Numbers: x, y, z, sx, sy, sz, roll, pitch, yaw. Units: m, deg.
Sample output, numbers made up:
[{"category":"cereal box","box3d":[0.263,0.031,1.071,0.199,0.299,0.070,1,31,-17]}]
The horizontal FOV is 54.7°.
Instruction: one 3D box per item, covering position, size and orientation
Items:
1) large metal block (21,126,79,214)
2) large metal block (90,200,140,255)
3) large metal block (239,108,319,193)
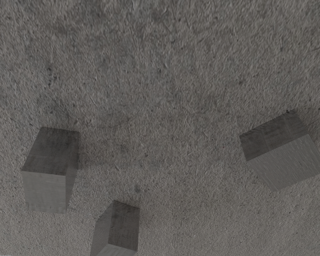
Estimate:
[{"category":"large metal block","box3d":[-0.144,0.057,0.418,0.050,0.080,0.079,8,130,-7]},{"category":"large metal block","box3d":[-0.077,0.184,0.527,0.050,0.080,0.080,24,126,-19]},{"category":"large metal block","box3d":[0.167,0.033,0.420,0.080,0.050,0.080,-30,124,23]}]
